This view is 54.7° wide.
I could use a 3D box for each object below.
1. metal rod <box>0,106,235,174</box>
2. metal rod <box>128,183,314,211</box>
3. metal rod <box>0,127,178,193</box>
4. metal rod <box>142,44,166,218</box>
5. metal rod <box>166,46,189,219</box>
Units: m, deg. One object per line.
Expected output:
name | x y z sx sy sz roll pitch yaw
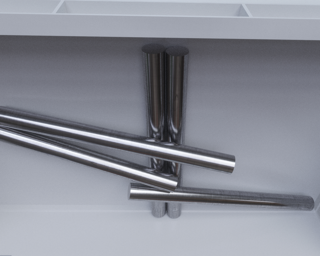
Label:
metal rod | -0.055 0.016 0.394 0.302 0.025 0.025 12 129 -2
metal rod | 0.102 0.108 0.478 0.302 0.025 0.025 7 130 -14
metal rod | -0.121 0.033 0.417 0.302 0.025 0.025 18 128 -9
metal rod | -0.005 0.028 0.429 0.025 0.025 0.298 -1 130 0
metal rod | 0.021 0.030 0.431 0.025 0.025 0.298 -1 130 0
